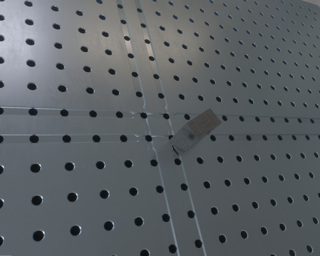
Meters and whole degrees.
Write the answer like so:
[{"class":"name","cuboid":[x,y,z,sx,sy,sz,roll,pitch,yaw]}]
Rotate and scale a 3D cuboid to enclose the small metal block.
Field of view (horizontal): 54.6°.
[{"class":"small metal block","cuboid":[0.047,0.005,0.413,0.050,0.050,0.025,-31,79,-38]}]
